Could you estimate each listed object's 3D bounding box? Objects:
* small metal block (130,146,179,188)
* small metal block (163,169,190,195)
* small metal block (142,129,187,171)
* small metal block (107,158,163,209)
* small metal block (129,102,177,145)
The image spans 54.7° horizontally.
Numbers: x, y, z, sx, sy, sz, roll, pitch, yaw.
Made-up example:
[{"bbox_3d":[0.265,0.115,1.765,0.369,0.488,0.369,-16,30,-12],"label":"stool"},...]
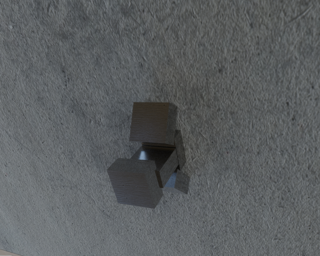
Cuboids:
[{"bbox_3d":[-0.011,0.048,0.393,0.050,0.050,0.025,3,120,26],"label":"small metal block"},{"bbox_3d":[0.008,0.073,0.431,0.050,0.025,0.050,2,160,27],"label":"small metal block"},{"bbox_3d":[0.005,0.029,0.423,0.050,0.025,0.050,2,120,26],"label":"small metal block"},{"bbox_3d":[-0.029,0.064,0.365,0.050,0.025,0.050,1,119,27],"label":"small metal block"},{"bbox_3d":[-0.008,-0.006,0.392,0.050,0.025,0.050,3,84,27],"label":"small metal block"}]
